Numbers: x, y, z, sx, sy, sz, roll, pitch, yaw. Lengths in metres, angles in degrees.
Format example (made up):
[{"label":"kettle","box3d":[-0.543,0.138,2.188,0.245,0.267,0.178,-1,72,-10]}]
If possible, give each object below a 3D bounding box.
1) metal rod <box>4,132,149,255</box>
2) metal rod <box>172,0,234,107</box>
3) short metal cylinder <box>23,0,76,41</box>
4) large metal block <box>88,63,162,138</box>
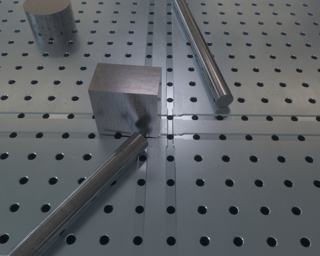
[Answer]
[{"label":"metal rod","box3d":[-0.116,0.107,0.316,0.025,0.025,0.301,30,56,23]},{"label":"metal rod","box3d":[0.064,-0.151,0.534,0.025,0.025,0.300,-8,51,-7]},{"label":"short metal cylinder","box3d":[-0.198,-0.203,0.560,0.081,0.050,0.080,0,50,0]},{"label":"large metal block","box3d":[-0.040,-0.034,0.400,0.080,0.080,0.050,4,50,4]}]
